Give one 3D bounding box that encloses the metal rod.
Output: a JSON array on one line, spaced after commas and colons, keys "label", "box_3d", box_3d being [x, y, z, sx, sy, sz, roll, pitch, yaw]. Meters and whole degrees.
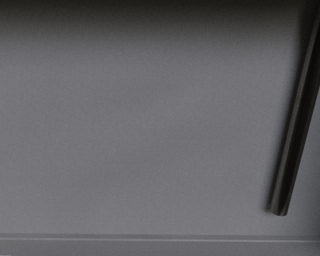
[{"label": "metal rod", "box_3d": [0.186, -0.017, 0.406, 0.025, 0.025, 0.298, 4, 110, -2]}]
